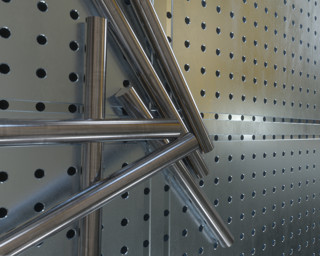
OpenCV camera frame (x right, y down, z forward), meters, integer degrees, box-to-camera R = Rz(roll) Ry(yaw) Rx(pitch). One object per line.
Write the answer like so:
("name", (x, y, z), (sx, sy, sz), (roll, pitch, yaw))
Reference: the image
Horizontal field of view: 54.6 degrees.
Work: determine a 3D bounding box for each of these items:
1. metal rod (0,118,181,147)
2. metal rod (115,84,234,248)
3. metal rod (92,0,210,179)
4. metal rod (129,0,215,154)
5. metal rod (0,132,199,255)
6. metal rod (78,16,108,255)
("metal rod", (-0.110, 0.003, 0.292), (0.302, 0.025, 0.025), (-1, 91, -33))
("metal rod", (0.032, 0.068, 0.434), (0.025, 0.025, 0.300), (-49, 119, -29))
("metal rod", (-0.007, -0.052, 0.401), (0.025, 0.025, 0.299), (-45, 117, -30))
("metal rod", (0.008, -0.094, 0.414), (0.025, 0.025, 0.299), (-40, 115, -32))
("metal rod", (-0.080, 0.078, 0.312), (0.302, 0.025, 0.025), (-27, 107, -27))
("metal rod", (-0.075, 0.028, 0.345), (0.025, 0.025, 0.298), (2, 89, -40))
